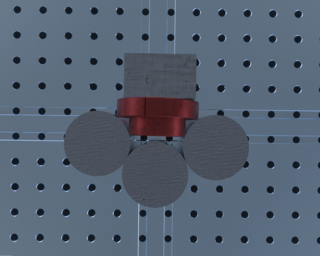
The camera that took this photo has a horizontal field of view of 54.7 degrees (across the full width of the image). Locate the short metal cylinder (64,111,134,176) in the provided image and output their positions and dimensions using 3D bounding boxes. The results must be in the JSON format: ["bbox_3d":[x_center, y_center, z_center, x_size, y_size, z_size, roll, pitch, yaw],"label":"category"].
[{"bbox_3d":[-0.076,0.019,0.400,0.081,0.050,0.079,0,90,0],"label":"short metal cylinder"}]

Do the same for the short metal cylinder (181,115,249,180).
[{"bbox_3d":[0.068,0.024,0.402,0.081,0.050,0.079,0,90,0],"label":"short metal cylinder"}]

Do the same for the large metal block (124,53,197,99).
[{"bbox_3d":[0.000,-0.058,0.385,0.081,0.080,0.050,1,90,0],"label":"large metal block"}]

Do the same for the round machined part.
[{"bbox_3d":[-0.003,-0.011,0.375,0.099,0.098,0.042,2,90,0],"label":"round machined part"}]

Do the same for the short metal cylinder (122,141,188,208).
[{"bbox_3d":[-0.006,0.057,0.401,0.081,0.050,0.079,0,90,0],"label":"short metal cylinder"}]
